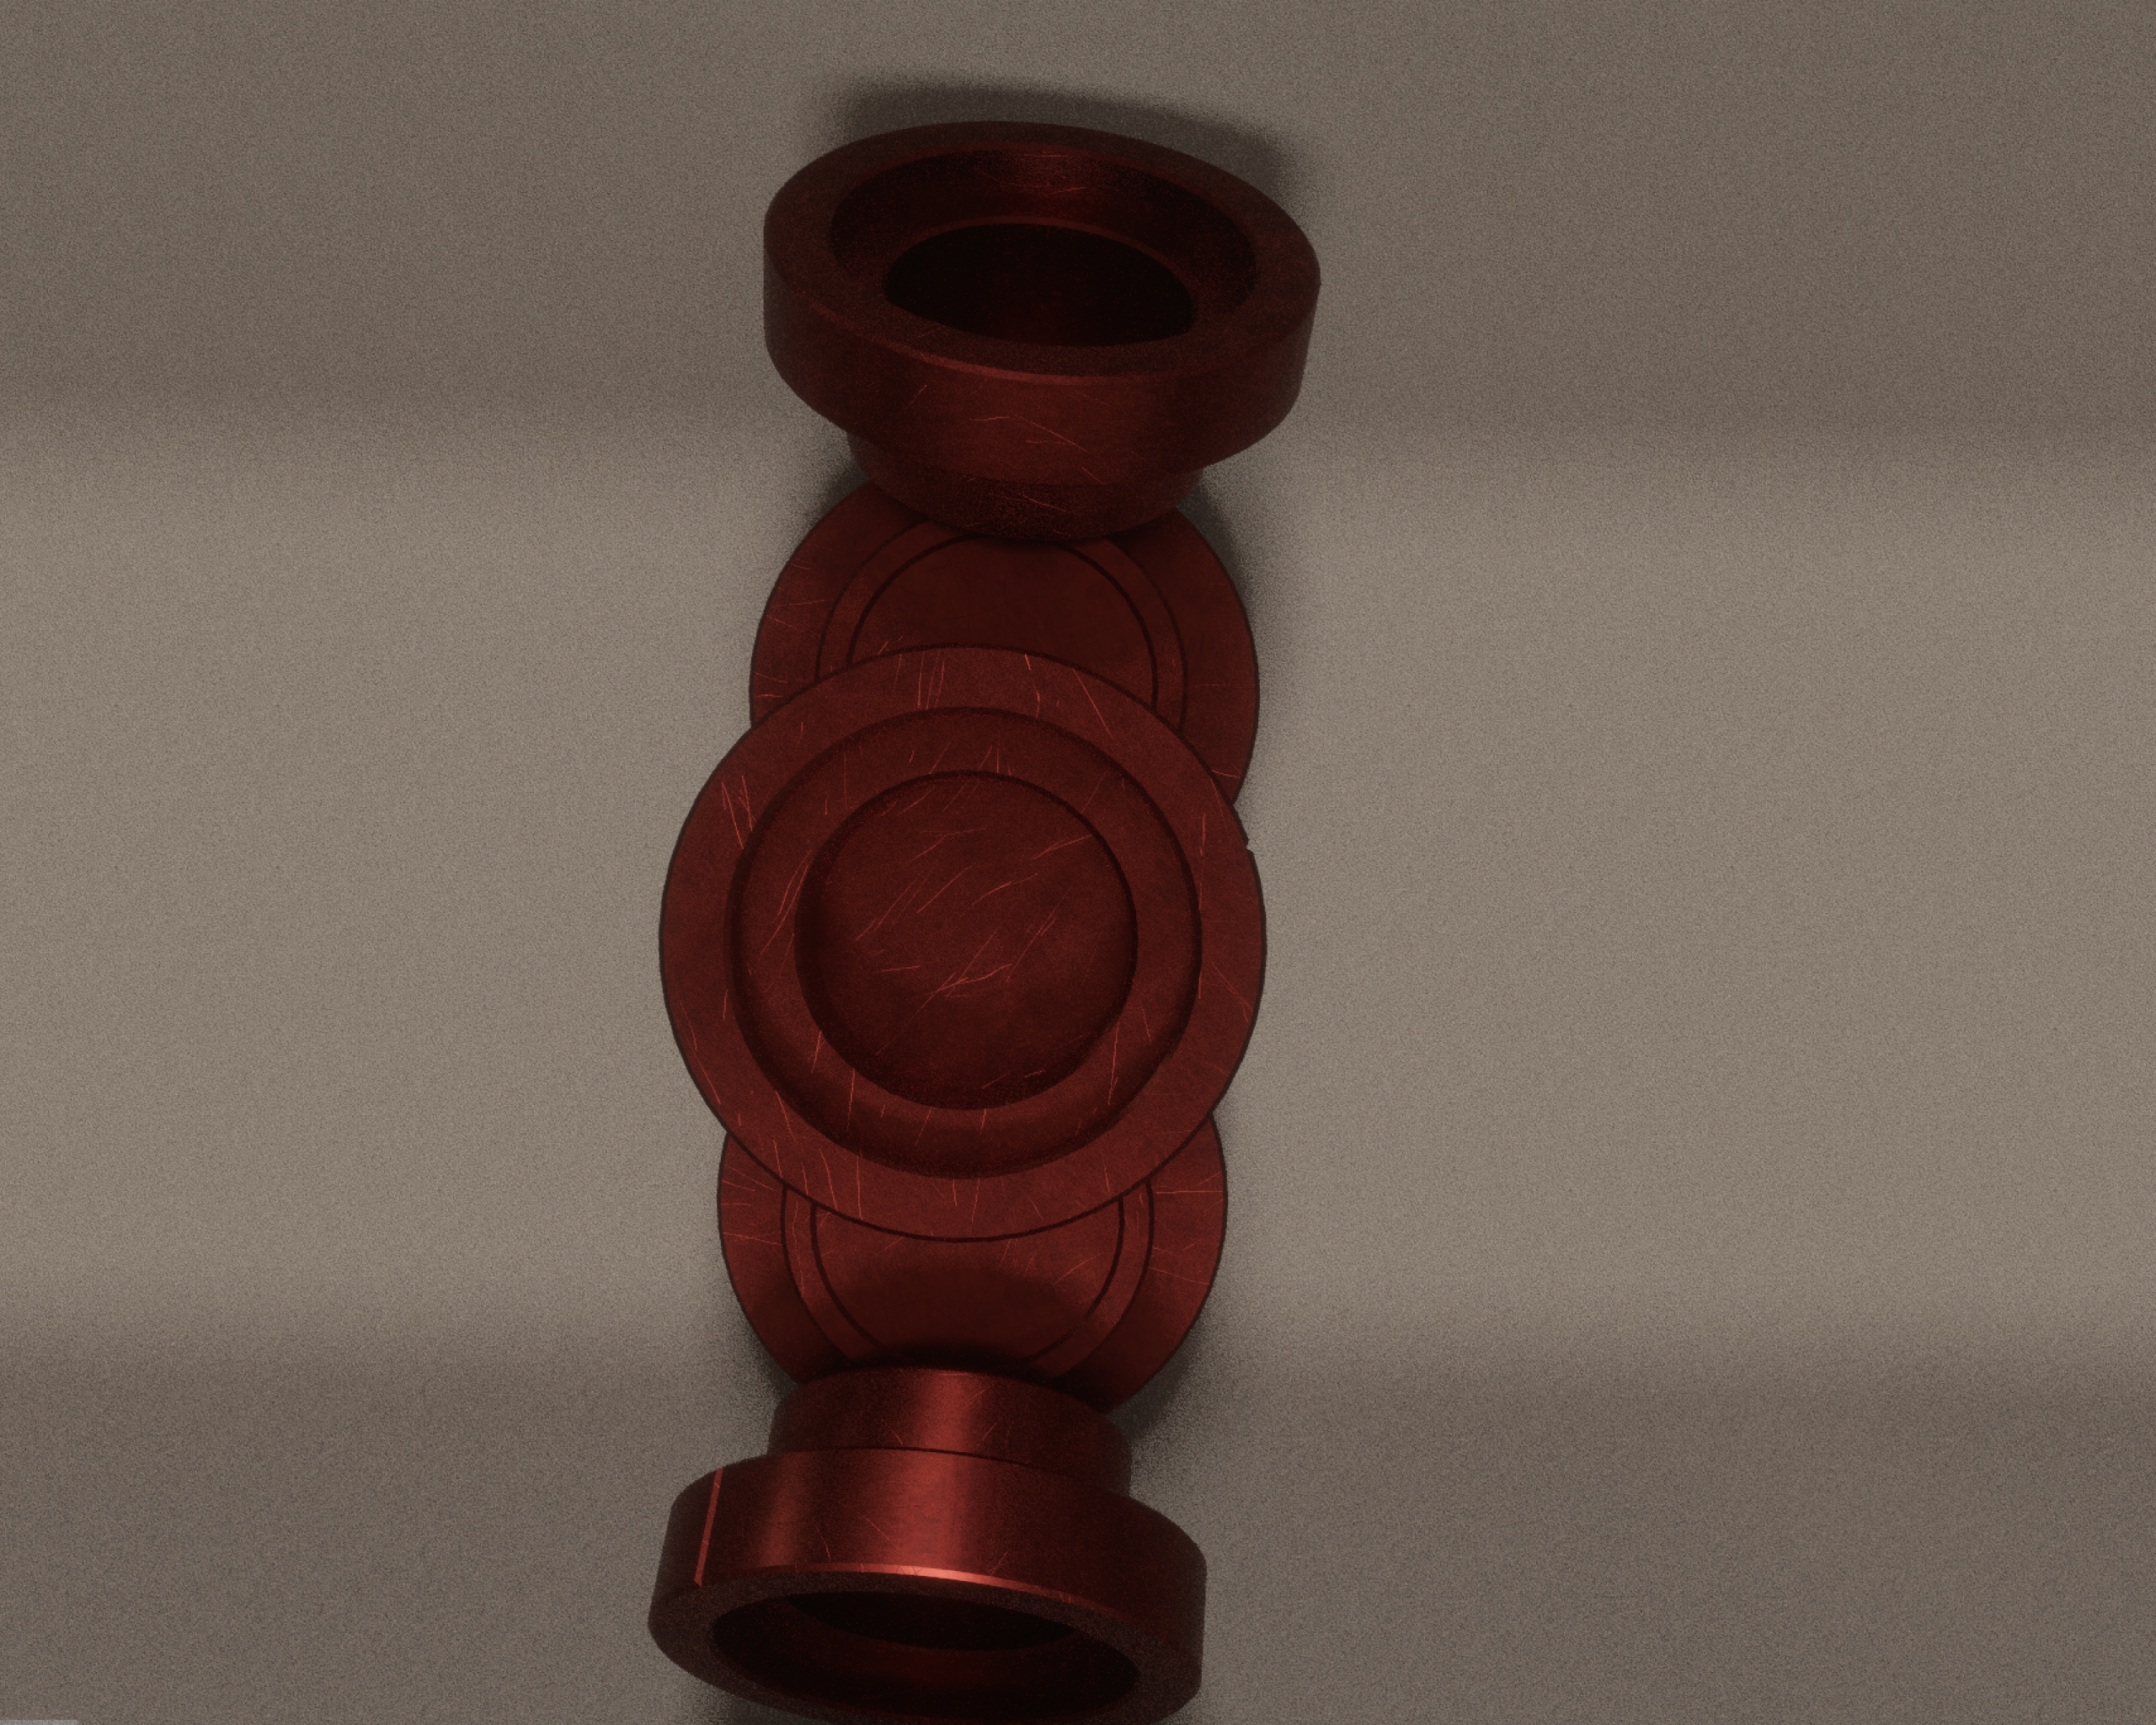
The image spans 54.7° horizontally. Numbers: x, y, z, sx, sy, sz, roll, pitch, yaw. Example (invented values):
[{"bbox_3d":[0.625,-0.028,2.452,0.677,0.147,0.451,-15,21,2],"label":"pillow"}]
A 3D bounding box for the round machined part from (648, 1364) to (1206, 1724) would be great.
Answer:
[{"bbox_3d":[-0.026,0.126,0.383,0.099,0.097,0.042,6,53,-1],"label":"round machined part"}]

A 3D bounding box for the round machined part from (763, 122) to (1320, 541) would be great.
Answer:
[{"bbox_3d":[-0.008,-0.095,0.383,0.099,0.098,0.042,7,132,-1],"label":"round machined part"}]

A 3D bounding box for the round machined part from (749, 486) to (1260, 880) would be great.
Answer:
[{"bbox_3d":[-0.014,-0.033,0.401,0.099,0.042,0.097,0,90,-1],"label":"round machined part"}]

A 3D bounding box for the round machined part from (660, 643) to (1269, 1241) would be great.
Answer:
[{"bbox_3d":[-0.018,0.013,0.358,0.099,0.042,0.097,0,90,-1],"label":"round machined part"}]

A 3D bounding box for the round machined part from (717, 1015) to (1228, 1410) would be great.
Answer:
[{"bbox_3d":[-0.020,0.065,0.401,0.099,0.042,0.097,0,90,-1],"label":"round machined part"}]
